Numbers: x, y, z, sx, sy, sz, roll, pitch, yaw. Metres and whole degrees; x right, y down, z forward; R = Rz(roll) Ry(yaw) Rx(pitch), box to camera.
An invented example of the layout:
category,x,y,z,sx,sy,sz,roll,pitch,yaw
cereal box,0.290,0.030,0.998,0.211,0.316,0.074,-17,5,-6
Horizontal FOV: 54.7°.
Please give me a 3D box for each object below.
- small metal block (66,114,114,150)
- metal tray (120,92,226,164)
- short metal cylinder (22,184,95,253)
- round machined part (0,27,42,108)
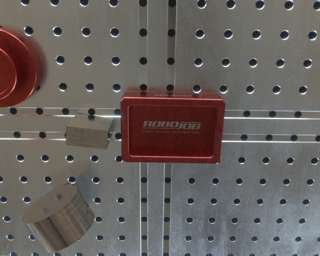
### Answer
category,x,y,z,sx,sy,sz,roll,pitch,yaw
small metal block,-0.089,0.004,0.400,0.050,0.050,0.025,7,110,-3
metal tray,0.015,0.000,0.410,0.131,0.030,0.089,1,110,-1
short metal cylinder,-0.139,0.122,0.428,0.080,0.080,0.050,-22,109,8
round machined part,-0.200,-0.071,0.376,0.099,0.042,0.097,0,110,0
